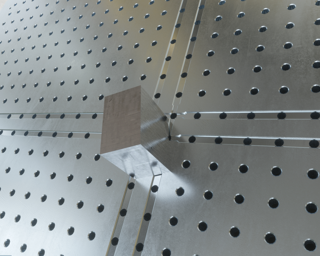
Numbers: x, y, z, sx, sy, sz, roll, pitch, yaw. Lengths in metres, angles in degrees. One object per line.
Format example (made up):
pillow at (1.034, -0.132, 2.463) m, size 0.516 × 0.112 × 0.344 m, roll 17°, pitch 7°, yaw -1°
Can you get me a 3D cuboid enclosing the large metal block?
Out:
large metal block at (-0.027, 0.008, 0.383) m, size 0.050 × 0.080 × 0.080 m, roll -15°, pitch 56°, yaw 20°
